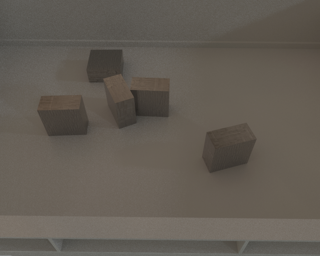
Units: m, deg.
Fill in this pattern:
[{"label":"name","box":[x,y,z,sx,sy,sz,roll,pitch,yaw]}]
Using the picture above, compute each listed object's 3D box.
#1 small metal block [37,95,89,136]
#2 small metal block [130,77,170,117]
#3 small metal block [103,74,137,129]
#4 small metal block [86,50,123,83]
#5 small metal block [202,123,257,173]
[{"label":"small metal block","box":[-0.124,-0.016,0.401,0.050,0.050,0.025,-2,50,-2]},{"label":"small metal block","box":[-0.013,-0.042,0.424,0.050,0.050,0.025,2,50,2]},{"label":"small metal block","box":[-0.054,-0.036,0.419,0.025,0.050,0.050,-19,53,-15]},{"label":"small metal block","box":[-0.085,-0.098,0.487,0.050,0.025,0.050,-1,50,-1]},{"label":"small metal block","box":[0.081,0.024,0.369,0.050,0.050,0.025,-13,51,-11]}]
